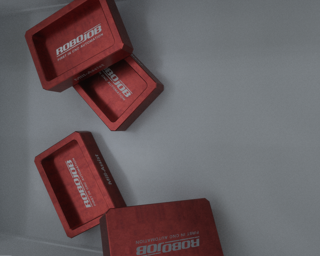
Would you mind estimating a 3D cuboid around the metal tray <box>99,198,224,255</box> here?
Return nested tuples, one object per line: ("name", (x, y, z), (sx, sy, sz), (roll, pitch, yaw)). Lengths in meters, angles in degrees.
("metal tray", (0.004, 0.132, 0.347), (0.030, 0.131, 0.090), (130, 134, -53))

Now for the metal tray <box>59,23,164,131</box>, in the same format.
("metal tray", (-0.070, -0.070, 0.432), (0.090, 0.030, 0.130), (-46, 76, 14))

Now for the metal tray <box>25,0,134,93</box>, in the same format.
("metal tray", (-0.110, -0.114, 0.414), (0.130, 0.030, 0.090), (-24, 82, 18))

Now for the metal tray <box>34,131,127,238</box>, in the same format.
("metal tray", (-0.117, 0.080, 0.448), (0.090, 0.030, 0.130), (-31, 80, 17))
